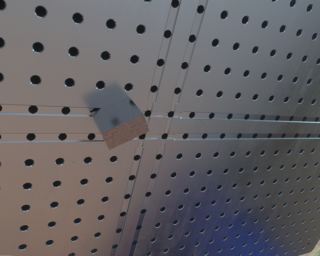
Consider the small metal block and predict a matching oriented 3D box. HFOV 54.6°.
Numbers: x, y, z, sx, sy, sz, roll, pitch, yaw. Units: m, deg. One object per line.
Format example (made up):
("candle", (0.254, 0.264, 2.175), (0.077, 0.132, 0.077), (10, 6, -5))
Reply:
("small metal block", (-0.048, -0.007, 0.364), (0.050, 0.050, 0.025), (-25, 128, -13))
